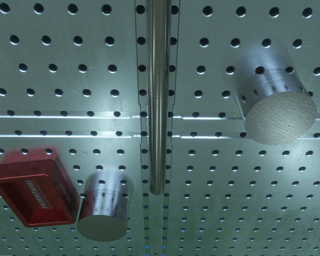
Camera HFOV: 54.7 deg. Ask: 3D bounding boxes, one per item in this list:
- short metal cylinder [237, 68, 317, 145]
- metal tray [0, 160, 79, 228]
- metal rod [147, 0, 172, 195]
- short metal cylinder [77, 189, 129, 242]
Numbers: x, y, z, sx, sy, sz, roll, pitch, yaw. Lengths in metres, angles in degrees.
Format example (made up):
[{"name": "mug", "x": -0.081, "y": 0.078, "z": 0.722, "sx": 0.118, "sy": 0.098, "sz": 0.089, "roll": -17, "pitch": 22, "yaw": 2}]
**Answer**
[{"name": "short metal cylinder", "x": 0.139, "y": -0.025, "z": 0.375, "sx": 0.081, "sy": 0.050, "sz": 0.079, "roll": 0, "pitch": 130, "yaw": 0}, {"name": "metal tray", "x": -0.196, "y": 0.110, "z": 0.499, "sx": 0.090, "sy": 0.030, "sz": 0.129, "roll": -7, "pitch": 130, "yaw": 5}, {"name": "metal rod", "x": -0.002, "y": -0.016, "z": 0.397, "sx": 0.025, "sy": 0.025, "sz": 0.298, "roll": 0, "pitch": 130, "yaw": -1}, {"name": "short metal cylinder", "x": -0.094, "y": 0.147, "z": 0.520, "sx": 0.081, "sy": 0.050, "sz": 0.079, "roll": 0, "pitch": 130, "yaw": 0}]
